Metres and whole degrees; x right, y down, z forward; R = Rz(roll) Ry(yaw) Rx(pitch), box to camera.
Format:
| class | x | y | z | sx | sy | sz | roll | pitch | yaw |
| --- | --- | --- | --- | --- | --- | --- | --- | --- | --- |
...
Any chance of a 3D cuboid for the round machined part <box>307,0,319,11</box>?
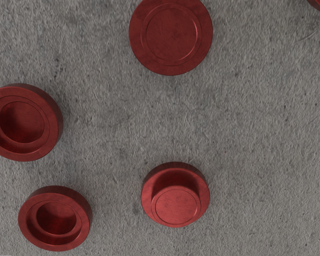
| class | x | y | z | sx | sy | sz | roll | pitch | yaw |
| --- | --- | --- | --- | --- | --- | --- | --- | --- | --- |
| round machined part | 0.201 | -0.175 | 0.338 | 0.099 | 0.042 | 0.097 | 0 | 110 | 0 |

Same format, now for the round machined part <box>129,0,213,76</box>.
| class | x | y | z | sx | sy | sz | roll | pitch | yaw |
| --- | --- | --- | --- | --- | --- | --- | --- | --- | --- |
| round machined part | 0.013 | -0.109 | 0.361 | 0.099 | 0.042 | 0.097 | 0 | 110 | 0 |

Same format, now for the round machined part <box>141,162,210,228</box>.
| class | x | y | z | sx | sy | sz | roll | pitch | yaw |
| --- | --- | --- | --- | --- | --- | --- | --- | --- | --- |
| round machined part | 0.022 | 0.100 | 0.438 | 0.099 | 0.042 | 0.097 | 0 | 110 | 0 |

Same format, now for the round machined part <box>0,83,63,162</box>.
| class | x | y | z | sx | sy | sz | roll | pitch | yaw |
| --- | --- | --- | --- | --- | --- | --- | --- | --- | --- |
| round machined part | -0.173 | -0.010 | 0.395 | 0.099 | 0.042 | 0.097 | 0 | 110 | 0 |

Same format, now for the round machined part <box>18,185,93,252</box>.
| class | x | y | z | sx | sy | sz | roll | pitch | yaw |
| --- | --- | --- | --- | --- | --- | --- | --- | --- | --- |
| round machined part | -0.146 | 0.124 | 0.445 | 0.099 | 0.042 | 0.097 | 0 | 110 | 0 |
